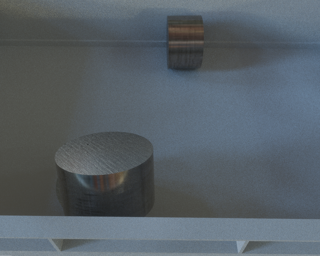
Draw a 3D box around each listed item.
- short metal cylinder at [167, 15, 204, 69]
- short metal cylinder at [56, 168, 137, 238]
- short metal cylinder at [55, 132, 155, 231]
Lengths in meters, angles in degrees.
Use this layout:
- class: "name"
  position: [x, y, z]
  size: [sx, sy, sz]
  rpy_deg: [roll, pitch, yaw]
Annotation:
- class: "short metal cylinder"
  position: [0.037, -0.133, 0.481]
  size: [0.050, 0.080, 0.080]
  rpy_deg: [-1, 50, -1]
- class: "short metal cylinder"
  position: [-0.063, 0.069, 0.330]
  size: [0.080, 0.050, 0.080]
  rpy_deg: [0, 50, 0]
- class: "short metal cylinder"
  position: [-0.045, 0.042, 0.268]
  size: [0.080, 0.050, 0.080]
  rpy_deg: [-1, 22, 1]
